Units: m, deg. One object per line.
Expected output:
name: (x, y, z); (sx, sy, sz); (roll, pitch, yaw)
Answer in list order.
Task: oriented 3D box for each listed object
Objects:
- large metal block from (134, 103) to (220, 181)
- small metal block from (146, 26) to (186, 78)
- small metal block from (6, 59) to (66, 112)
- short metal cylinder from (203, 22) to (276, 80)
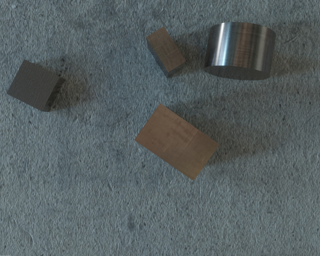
large metal block: (0.019, 0.015, 0.383); (0.080, 0.080, 0.050); (35, 90, -1)
small metal block: (0.007, -0.095, 0.398); (0.025, 0.050, 0.050); (-32, 90, 0)
small metal block: (-0.162, -0.055, 0.408); (0.050, 0.025, 0.050); (27, 90, -1)
short metal cylinder: (0.098, -0.092, 0.384); (0.081, 0.080, 0.050); (9, 90, -1)
